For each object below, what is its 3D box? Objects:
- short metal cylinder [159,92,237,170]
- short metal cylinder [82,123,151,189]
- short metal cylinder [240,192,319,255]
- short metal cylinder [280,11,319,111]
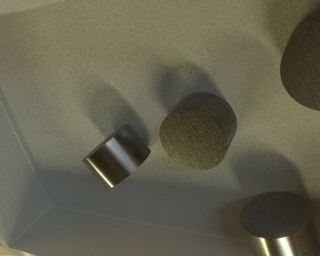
[{"bbox_3d":[0.046,0.003,0.370,0.080,0.050,0.079,13,124,21],"label":"short metal cylinder"},{"bbox_3d":[-0.059,0.038,0.428,0.080,0.080,0.050,-33,100,38],"label":"short metal cylinder"},{"bbox_3d":[0.144,0.122,0.373,0.080,0.080,0.050,-10,113,32],"label":"short metal cylinder"},{"bbox_3d":[0.152,-0.061,0.274,0.080,0.050,0.079,13,124,21],"label":"short metal cylinder"}]
